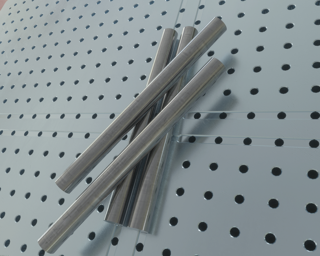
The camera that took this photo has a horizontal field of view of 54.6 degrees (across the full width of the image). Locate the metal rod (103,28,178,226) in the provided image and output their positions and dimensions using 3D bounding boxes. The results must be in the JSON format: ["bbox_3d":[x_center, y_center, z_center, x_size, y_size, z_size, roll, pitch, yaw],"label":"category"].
[{"bbox_3d":[-0.020,-0.018,0.431,0.025,0.025,0.300,1,62,29],"label":"metal rod"}]

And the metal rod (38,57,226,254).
[{"bbox_3d":[-0.030,0.029,0.375,0.300,0.025,0.025,-46,51,-5],"label":"metal rod"}]

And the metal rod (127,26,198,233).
[{"bbox_3d":[0.010,-0.016,0.414,0.025,0.025,0.300,1,62,29],"label":"metal rod"}]

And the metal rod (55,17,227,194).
[{"bbox_3d":[-0.022,-0.033,0.410,0.300,0.025,0.025,-46,51,-5],"label":"metal rod"}]
